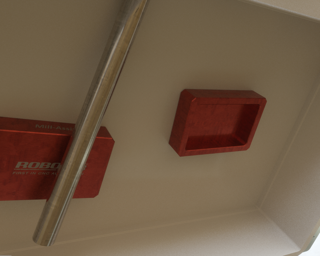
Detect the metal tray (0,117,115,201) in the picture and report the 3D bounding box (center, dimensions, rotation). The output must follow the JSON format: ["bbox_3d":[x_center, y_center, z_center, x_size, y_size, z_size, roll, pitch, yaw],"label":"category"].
[{"bbox_3d":[-0.128,0.039,0.360,0.131,0.030,0.089,6,116,-32],"label":"metal tray"}]

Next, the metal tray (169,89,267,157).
[{"bbox_3d":[0.084,-0.008,0.448,0.131,0.030,0.089,-3,120,-28],"label":"metal tray"}]

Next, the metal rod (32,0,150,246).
[{"bbox_3d":[-0.073,-0.011,0.329,0.025,0.025,0.298,18,99,-36],"label":"metal rod"}]
